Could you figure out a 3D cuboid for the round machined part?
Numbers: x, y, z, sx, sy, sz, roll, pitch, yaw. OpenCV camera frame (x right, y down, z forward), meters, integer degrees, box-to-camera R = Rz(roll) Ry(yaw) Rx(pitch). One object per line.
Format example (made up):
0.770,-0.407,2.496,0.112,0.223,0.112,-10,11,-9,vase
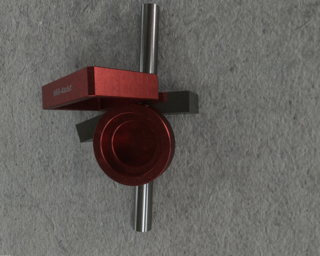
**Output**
-0.028,0.018,0.381,0.098,0.042,0.097,1,94,17,round machined part

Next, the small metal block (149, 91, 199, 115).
0.019,-0.030,0.390,0.050,0.050,0.025,-2,90,19,small metal block

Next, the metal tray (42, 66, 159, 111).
-0.076,-0.043,0.377,0.130,0.091,0.030,-5,87,49,metal tray

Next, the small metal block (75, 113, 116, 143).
-0.077,-0.001,0.423,0.050,0.050,0.025,-20,84,18,small metal block

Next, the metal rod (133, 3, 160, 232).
-0.018,-0.013,0.416,0.025,0.025,0.298,2,91,19,metal rod
